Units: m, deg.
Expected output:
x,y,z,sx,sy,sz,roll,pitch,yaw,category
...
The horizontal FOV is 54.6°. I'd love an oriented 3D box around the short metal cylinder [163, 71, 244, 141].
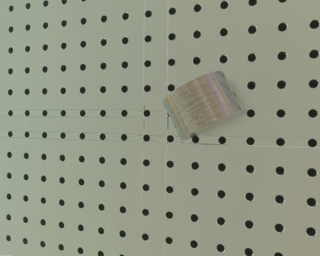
x,y,z,sx,sy,sz,roll,pitch,yaw,category
0.050,-0.025,0.366,0.080,0.080,0.050,-28,81,18,short metal cylinder
